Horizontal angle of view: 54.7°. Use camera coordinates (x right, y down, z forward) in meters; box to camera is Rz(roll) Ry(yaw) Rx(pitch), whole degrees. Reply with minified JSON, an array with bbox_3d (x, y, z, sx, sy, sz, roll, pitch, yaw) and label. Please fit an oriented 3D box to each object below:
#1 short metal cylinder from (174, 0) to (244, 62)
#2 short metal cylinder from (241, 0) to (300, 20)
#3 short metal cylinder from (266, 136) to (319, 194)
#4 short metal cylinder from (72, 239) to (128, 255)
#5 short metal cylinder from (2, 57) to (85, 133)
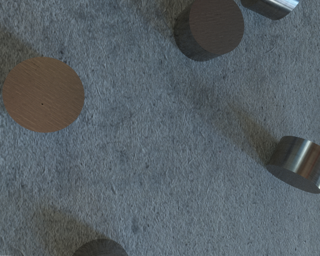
[{"bbox_3d":[0.065,-0.135,0.419,0.081,0.050,0.080,0,90,-20],"label":"short metal cylinder"},{"bbox_3d":[0.160,-0.201,0.438,0.050,0.080,0.080,16,85,-20],"label":"short metal cylinder"},{"bbox_3d":[0.206,0.054,0.455,0.080,0.080,0.050,35,79,-17],"label":"short metal cylinder"},{"bbox_3d":[-0.069,0.181,0.370,0.081,0.050,0.080,0,90,-20],"label":"short metal cylinder"},{"bbox_3d":[-0.129,-0.035,0.348,0.081,0.050,0.080,0,90,-20],"label":"short metal cylinder"}]
